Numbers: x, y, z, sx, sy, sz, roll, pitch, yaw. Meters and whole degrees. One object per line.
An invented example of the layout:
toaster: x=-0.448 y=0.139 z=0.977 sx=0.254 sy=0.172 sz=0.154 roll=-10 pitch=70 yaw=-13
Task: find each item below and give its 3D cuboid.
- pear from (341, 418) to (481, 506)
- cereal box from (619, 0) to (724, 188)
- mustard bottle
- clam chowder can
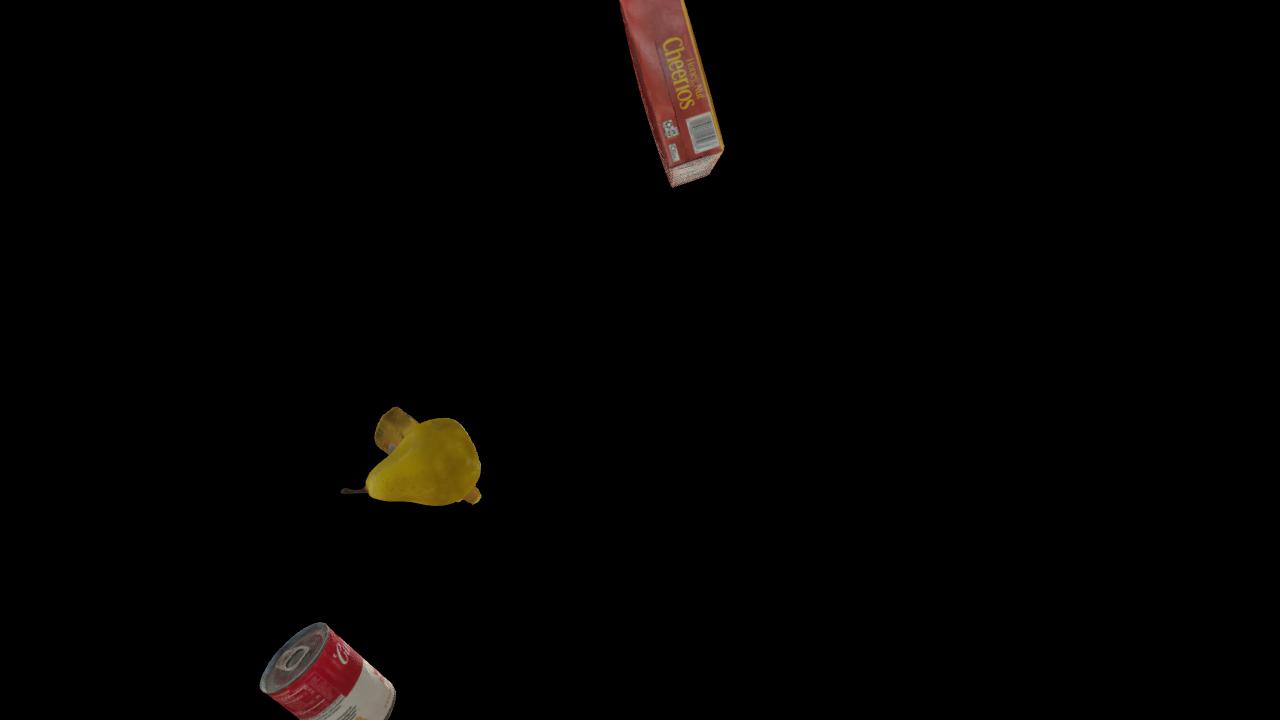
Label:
pear: x=-0.198 y=0.101 z=0.539 sx=0.111 sy=0.080 sz=0.080 roll=-28 pitch=11 yaw=-22
cereal box: x=0.046 y=-0.360 z=0.860 sx=0.081 sy=0.203 sz=0.306 roll=-17 pitch=10 yaw=7
mustard bottle: x=-0.310 y=0.154 z=0.917 sx=0.184 sy=0.092 sz=0.054 roll=36 pitch=40 yaw=9
clam chowder can: x=-0.285 y=0.304 z=0.570 sx=0.068 sy=0.102 sz=0.068 roll=-25 pitch=24 yaw=12
